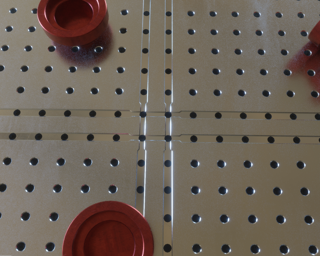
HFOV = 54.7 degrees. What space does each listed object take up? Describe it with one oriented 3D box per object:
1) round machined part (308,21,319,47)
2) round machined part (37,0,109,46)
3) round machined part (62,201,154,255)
[{"bbox_3d":[0.262,-0.149,0.431,0.098,0.098,0.042,-36,75,-12],"label":"round machined part"},{"bbox_3d":[-0.126,-0.163,0.461,0.099,0.042,0.098,0,70,-1],"label":"round machined part"},{"bbox_3d":[-0.056,0.135,0.353,0.099,0.042,0.098,0,70,-1],"label":"round machined part"}]
